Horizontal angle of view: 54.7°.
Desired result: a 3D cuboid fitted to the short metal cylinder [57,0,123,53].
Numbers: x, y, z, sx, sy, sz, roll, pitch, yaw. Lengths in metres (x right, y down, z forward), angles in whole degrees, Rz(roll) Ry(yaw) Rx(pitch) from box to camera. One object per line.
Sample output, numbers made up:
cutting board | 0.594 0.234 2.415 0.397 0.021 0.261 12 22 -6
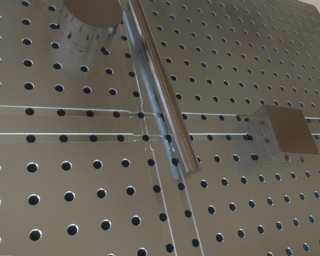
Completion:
short metal cylinder | -0.099 -0.153 0.433 0.081 0.050 0.080 14 56 -21

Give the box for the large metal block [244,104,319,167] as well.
large metal block | 0.190 0.014 0.489 0.081 0.050 0.080 5 59 -26

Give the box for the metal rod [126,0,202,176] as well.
metal rod | -0.001 -0.074 0.454 0.025 0.025 0.299 -4 64 -30
